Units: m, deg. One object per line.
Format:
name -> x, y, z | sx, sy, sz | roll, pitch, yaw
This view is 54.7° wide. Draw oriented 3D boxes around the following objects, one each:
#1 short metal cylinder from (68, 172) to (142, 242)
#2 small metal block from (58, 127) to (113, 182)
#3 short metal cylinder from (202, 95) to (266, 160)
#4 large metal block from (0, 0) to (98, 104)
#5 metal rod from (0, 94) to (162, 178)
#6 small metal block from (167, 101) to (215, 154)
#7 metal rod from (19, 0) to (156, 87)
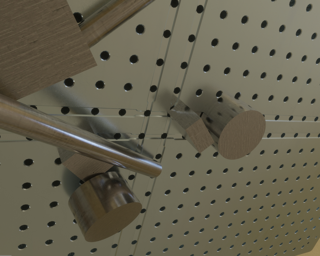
short metal cylinder -> -0.071, 0.102, 0.403 | 0.081, 0.050, 0.080 | -28, 149, -18
small metal block -> -0.088, 0.036, 0.385 | 0.050, 0.025, 0.050 | -38, 129, -3
short metal cylinder -> 0.105, -0.001, 0.452 | 0.081, 0.050, 0.079 | -14, 124, -21
large metal block -> -0.110, -0.076, 0.267 | 0.080, 0.050, 0.080 | -25, 107, -7
metal rod -> -0.077, 0.016, 0.318 | 0.025, 0.025, 0.301 | -48, 148, 6
small metal block -> 0.041, -0.001, 0.417 | 0.025, 0.050, 0.050 | -37, 129, -3
metal rod -> -0.013, -0.141, 0.316 | 0.301, 0.025, 0.025 | -37, 129, -3
